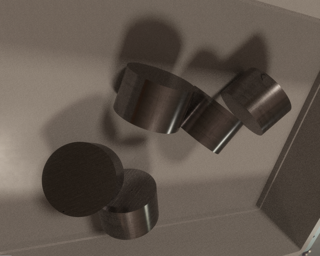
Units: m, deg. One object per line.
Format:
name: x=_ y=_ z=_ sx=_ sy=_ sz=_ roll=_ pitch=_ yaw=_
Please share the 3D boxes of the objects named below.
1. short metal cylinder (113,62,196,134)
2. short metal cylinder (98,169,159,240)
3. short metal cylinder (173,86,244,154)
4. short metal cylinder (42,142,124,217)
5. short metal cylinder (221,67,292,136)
short metal cylinder: x=-0.006 y=-0.035 z=0.349 sx=0.081 sy=0.080 sz=0.050 roll=8 pitch=115 yaw=-32
short metal cylinder: x=-0.043 y=0.099 z=0.412 sx=0.081 sy=0.080 sz=0.050 roll=-17 pitch=125 yaw=-19
short metal cylinder: x=0.060 y=-0.011 z=0.401 sx=0.080 sy=0.080 sz=0.050 roll=32 pitch=101 yaw=-39
short metal cylinder: x=-0.085 y=0.056 z=0.355 sx=0.080 sy=0.050 sz=0.080 roll=0 pitch=85 yaw=2
short metal cylinder: x=0.130 y=-0.036 z=0.424 sx=0.050 sy=0.080 sz=0.080 roll=-41 pitch=130 yaw=0
